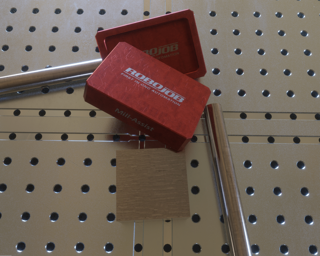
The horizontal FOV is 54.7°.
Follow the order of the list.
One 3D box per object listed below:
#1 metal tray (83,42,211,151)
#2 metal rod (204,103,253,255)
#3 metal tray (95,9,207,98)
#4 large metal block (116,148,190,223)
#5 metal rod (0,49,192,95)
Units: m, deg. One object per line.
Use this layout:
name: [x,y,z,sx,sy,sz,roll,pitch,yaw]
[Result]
metal tray: [-0.012,-0.041,0.372,0.130,0.030,0.090,29,52,-1]
metal rod: [0.090,0.111,0.372,0.025,0.025,0.299,-7,70,-3]
metal tray: [-0.011,-0.099,0.419,0.131,0.030,0.089,-16,102,-4]
large metal block: [-0.009,0.070,0.373,0.081,0.050,0.080,-3,70,-2]
metal rod: [-0.090,-0.086,0.441,0.302,0.025,0.025,-12,71,-5]
